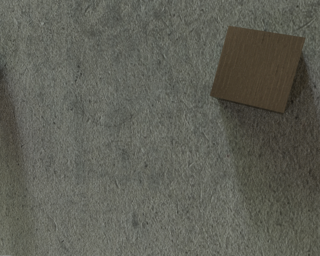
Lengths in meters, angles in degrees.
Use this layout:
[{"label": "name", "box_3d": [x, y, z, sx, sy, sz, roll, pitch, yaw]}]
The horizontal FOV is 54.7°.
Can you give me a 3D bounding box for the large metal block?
[{"label": "large metal block", "box_3d": [0.111, -0.065, 0.356, 0.080, 0.050, 0.080, 16, 95, 19]}]
